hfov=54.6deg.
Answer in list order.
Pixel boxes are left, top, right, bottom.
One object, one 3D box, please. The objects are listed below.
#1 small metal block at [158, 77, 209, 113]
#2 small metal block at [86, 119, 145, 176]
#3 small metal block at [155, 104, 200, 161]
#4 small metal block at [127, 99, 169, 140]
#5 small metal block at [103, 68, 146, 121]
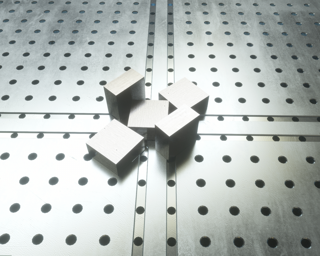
[{"bbox_3d":[0.033,-0.040,0.441,0.050,0.025,0.050,-33,57,-24],"label":"small metal block"},{"bbox_3d":[-0.055,0.023,0.388,0.050,0.025,0.050,31,56,23],"label":"small metal block"},{"bbox_3d":[0.021,0.006,0.387,0.050,0.050,0.025,-35,58,-26],"label":"small metal block"},{"bbox_3d":[-0.014,-0.011,0.417,0.050,0.025,0.050,2,49,3],"label":"small metal block"},{"bbox_3d":[-0.047,-0.046,0.430,0.025,0.050,0.050,37,60,26],"label":"small metal block"}]
